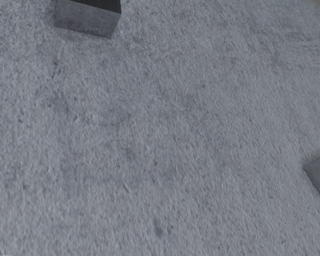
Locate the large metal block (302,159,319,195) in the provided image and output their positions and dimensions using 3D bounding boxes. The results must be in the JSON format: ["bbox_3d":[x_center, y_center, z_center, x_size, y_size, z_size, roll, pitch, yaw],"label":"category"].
[{"bbox_3d":[0.294,0.078,0.502,0.081,0.050,0.080,-16,71,-35],"label":"large metal block"}]

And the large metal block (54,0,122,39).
[{"bbox_3d":[-0.104,-0.183,0.444,0.081,0.050,0.080,6,59,-26],"label":"large metal block"}]
